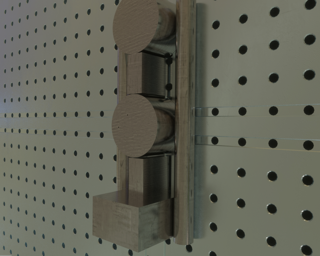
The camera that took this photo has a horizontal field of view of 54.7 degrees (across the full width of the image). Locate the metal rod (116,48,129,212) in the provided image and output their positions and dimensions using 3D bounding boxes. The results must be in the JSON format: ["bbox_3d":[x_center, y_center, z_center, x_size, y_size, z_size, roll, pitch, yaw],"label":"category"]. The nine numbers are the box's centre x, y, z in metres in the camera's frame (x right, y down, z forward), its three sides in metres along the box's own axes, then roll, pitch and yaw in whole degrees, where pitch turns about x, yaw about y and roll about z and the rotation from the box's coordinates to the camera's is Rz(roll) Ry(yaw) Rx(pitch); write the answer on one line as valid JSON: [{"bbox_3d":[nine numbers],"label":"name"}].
[{"bbox_3d":[-0.050,-0.009,0.450,0.025,0.025,0.298,1,91,40],"label":"metal rod"}]

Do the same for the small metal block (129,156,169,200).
[{"bbox_3d":[-0.014,0.062,0.404,0.025,0.050,0.050,0,90,40],"label":"small metal block"}]

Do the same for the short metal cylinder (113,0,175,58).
[{"bbox_3d":[-0.016,-0.133,0.406,0.080,0.050,0.080,0,90,40],"label":"short metal cylinder"}]

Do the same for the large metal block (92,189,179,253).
[{"bbox_3d":[-0.029,0.112,0.397,0.080,0.081,0.050,1,91,40],"label":"large metal block"}]

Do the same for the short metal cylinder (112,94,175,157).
[{"bbox_3d":[-0.018,-0.003,0.407,0.080,0.050,0.080,0,90,40],"label":"short metal cylinder"}]

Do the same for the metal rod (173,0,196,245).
[{"bbox_3d":[0.031,-0.009,0.383,0.025,0.025,0.298,1,91,40],"label":"metal rod"}]

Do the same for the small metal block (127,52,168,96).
[{"bbox_3d":[-0.016,-0.068,0.405,0.025,0.050,0.050,1,91,40],"label":"small metal block"}]
